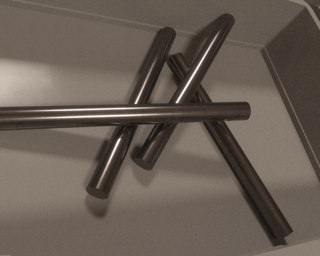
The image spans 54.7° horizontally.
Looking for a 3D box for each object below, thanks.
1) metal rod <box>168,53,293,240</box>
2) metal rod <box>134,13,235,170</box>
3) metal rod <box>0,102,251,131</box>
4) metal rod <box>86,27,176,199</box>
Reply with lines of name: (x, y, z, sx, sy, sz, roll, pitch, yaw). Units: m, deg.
metal rod: (0.095, 0.016, 0.449, 0.025, 0.025, 0.299, -18, 72, -35)
metal rod: (0.047, -0.069, 0.444, 0.025, 0.025, 0.301, 34, 60, -6)
metal rod: (-0.030, -0.016, 0.366, 0.303, 0.025, 0.025, -3, 63, -18)
metal rod: (-0.026, -0.043, 0.419, 0.025, 0.025, 0.300, 28, 52, -11)
